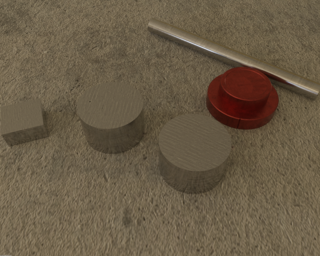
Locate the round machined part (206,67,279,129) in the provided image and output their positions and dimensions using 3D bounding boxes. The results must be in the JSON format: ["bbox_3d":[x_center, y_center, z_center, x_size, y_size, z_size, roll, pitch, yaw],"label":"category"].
[{"bbox_3d":[0.116,-0.048,0.433,0.099,0.042,0.098,0,50,0],"label":"round machined part"}]

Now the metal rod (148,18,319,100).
[{"bbox_3d":[0.107,-0.119,0.503,0.300,0.025,0.025,29,56,22],"label":"metal rod"}]

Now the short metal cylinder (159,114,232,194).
[{"bbox_3d":[0.039,0.030,0.362,0.081,0.050,0.080,0,50,0],"label":"short metal cylinder"}]

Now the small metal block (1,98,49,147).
[{"bbox_3d":[-0.178,-0.008,0.409,0.050,0.025,0.050,-15,52,-12],"label":"small metal block"}]

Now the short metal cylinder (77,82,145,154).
[{"bbox_3d":[-0.061,-0.014,0.398,0.081,0.050,0.080,0,50,0],"label":"short metal cylinder"}]
